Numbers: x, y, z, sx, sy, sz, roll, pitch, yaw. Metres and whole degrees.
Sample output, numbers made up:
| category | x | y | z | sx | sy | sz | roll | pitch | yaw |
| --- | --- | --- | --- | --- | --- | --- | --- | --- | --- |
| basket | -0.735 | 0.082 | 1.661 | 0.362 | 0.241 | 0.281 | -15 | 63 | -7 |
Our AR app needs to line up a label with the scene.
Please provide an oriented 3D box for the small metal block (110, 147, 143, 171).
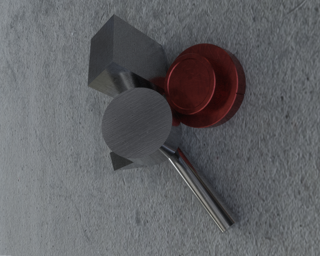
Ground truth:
| category | x | y | z | sx | sy | sz | roll | pitch | yaw |
| --- | --- | --- | --- | --- | --- | --- | --- | --- | --- |
| small metal block | -0.029 | 0.036 | 0.413 | 0.050 | 0.050 | 0.025 | -26 | 73 | 36 |

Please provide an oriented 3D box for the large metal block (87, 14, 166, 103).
| category | x | y | z | sx | sy | sz | roll | pitch | yaw |
| --- | --- | --- | --- | --- | --- | --- | --- | --- | --- |
| large metal block | -0.040 | -0.080 | 0.388 | 0.050 | 0.080 | 0.080 | -33 | 48 | 36 |

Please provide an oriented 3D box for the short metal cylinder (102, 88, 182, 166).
| category | x | y | z | sx | sy | sz | roll | pitch | yaw |
| --- | --- | --- | --- | --- | --- | --- | --- | --- | --- |
| short metal cylinder | -0.019 | 0.000 | 0.356 | 0.080 | 0.050 | 0.080 | -4 | 73 | 15 |

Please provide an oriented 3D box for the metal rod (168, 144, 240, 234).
| category | x | y | z | sx | sy | sz | roll | pitch | yaw |
| --- | --- | --- | --- | --- | --- | --- | --- | --- | --- |
| metal rod | -0.003 | 0.003 | 0.408 | 0.025 | 0.025 | 0.300 | -52 | 60 | 27 |

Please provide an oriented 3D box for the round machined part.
| category | x | y | z | sx | sy | sz | roll | pitch | yaw |
| --- | --- | --- | --- | --- | --- | --- | --- | --- | --- |
| round machined part | 0.044 | -0.049 | 0.357 | 0.098 | 0.042 | 0.097 | 0 | 90 | 39 |
